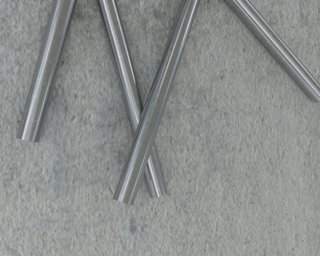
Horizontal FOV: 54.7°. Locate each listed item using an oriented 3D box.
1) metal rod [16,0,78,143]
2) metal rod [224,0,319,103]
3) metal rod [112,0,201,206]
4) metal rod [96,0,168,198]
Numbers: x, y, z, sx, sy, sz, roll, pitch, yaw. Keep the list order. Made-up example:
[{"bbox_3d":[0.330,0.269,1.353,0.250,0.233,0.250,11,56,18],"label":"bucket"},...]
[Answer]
[{"bbox_3d":[-0.117,-0.131,0.366,0.025,0.025,0.298,15,85,-20],"label":"metal rod"},{"bbox_3d":[0.155,-0.148,0.467,0.300,0.025,0.025,42,77,-16],"label":"metal rod"},{"bbox_3d":[0.003,-0.053,0.390,0.025,0.025,0.299,23,75,-19],"label":"metal rod"},{"bbox_3d":[-0.040,-0.056,0.394,0.025,0.025,0.298,-17,96,-20],"label":"metal rod"}]
